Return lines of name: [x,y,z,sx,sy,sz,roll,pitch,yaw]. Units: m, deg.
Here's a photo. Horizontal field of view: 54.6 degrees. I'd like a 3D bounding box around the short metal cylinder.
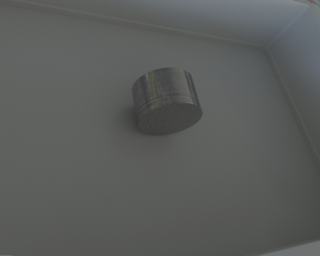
short metal cylinder: [0.008,-0.031,0.389,0.081,0.080,0.050,2,61,-27]
